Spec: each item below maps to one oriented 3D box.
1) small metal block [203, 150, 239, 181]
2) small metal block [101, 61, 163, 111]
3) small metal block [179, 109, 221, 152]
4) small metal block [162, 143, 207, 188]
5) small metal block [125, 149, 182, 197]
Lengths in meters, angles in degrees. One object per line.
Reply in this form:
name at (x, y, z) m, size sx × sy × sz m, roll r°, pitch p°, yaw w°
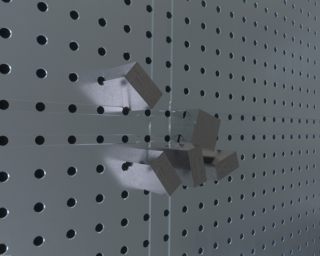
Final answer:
small metal block at (0.080, 0.053, 0.458) m, size 0.050 × 0.050 × 0.025 m, roll -24°, pitch 105°, yaw -37°
small metal block at (-0.033, -0.047, 0.364) m, size 0.050 × 0.050 × 0.025 m, roll 49°, pitch 61°, yaw -29°
small metal block at (0.060, 0.004, 0.458) m, size 0.050 × 0.025 × 0.050 m, roll 23°, pitch 76°, yaw -38°
small metal block at (0.033, 0.049, 0.419) m, size 0.025 × 0.050 × 0.050 m, roll -18°, pitch 102°, yaw -39°
small metal block at (-0.008, 0.054, 0.385) m, size 0.025 × 0.050 × 0.050 m, roll -45°, pitch 117°, yaw -31°
